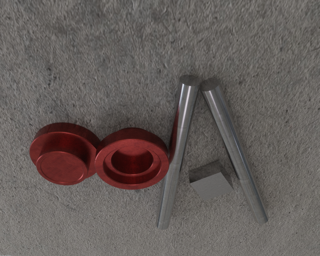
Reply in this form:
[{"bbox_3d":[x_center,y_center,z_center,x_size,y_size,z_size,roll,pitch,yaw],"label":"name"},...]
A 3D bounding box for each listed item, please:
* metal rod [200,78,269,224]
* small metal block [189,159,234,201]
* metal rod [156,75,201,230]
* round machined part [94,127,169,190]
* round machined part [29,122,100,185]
[{"bbox_3d":[0.118,0.053,0.453,0.025,0.025,0.299,-19,128,15],"label":"metal rod"},{"bbox_3d":[0.079,0.081,0.477,0.050,0.025,0.050,-25,126,19],"label":"small metal block"},{"bbox_3d":[0.020,0.058,0.456,0.025,0.025,0.298,4,130,-4],"label":"metal rod"},{"bbox_3d":[-0.038,0.038,0.425,0.099,0.042,0.097,-3,130,-3],"label":"round machined part"},{"bbox_3d":[-0.131,0.043,0.431,0.099,0.042,0.097,0,130,0],"label":"round machined part"}]
